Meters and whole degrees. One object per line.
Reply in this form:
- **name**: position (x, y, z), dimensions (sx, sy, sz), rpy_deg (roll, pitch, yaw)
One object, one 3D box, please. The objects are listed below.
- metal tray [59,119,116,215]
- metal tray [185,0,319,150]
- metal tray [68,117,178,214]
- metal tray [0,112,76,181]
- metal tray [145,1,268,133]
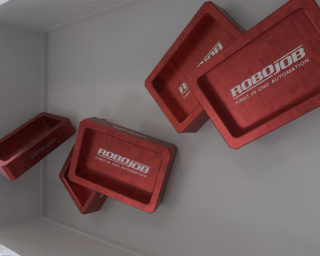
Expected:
- **metal tray**: position (-0.106, 0.060, 0.491), dimensions (0.090, 0.030, 0.129), rpy_deg (47, 118, 29)
- **metal tray**: position (0.101, -0.048, 0.292), dimensions (0.130, 0.030, 0.090), rpy_deg (-33, 91, 29)
- **metal tray**: position (-0.052, 0.047, 0.414), dimensions (0.130, 0.030, 0.089), rpy_deg (19, 103, 14)
- **metal tray**: position (-0.221, 0.025, 0.525), dimensions (0.090, 0.131, 0.030), rpy_deg (12, 133, 39)
- **metal tray**: position (0.047, -0.067, 0.364), dimensions (0.129, 0.030, 0.090), rpy_deg (-49, 61, 29)
